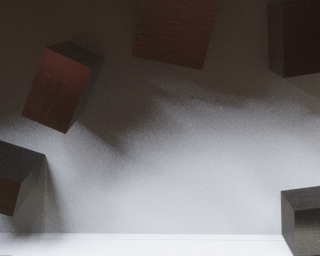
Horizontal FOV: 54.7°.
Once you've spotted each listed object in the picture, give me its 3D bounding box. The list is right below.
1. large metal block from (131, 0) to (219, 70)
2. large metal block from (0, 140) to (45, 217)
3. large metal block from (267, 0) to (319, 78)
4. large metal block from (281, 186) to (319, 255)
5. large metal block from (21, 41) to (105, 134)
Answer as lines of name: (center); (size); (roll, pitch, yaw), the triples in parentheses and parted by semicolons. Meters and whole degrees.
large metal block: (0.016, -0.117, 0.355); (0.081, 0.050, 0.079); (10, 110, -4)
large metal block: (-0.209, 0.060, 0.402); (0.080, 0.080, 0.050); (19, 109, -7)
large metal block: (0.174, -0.108, 0.360); (0.080, 0.050, 0.079); (-8, 110, 3)
large metal block: (0.226, 0.133, 0.449); (0.080, 0.050, 0.079); (-8, 110, 3)
large metal block: (-0.109, -0.051, 0.362); (0.050, 0.080, 0.080); (24, 108, -9)
